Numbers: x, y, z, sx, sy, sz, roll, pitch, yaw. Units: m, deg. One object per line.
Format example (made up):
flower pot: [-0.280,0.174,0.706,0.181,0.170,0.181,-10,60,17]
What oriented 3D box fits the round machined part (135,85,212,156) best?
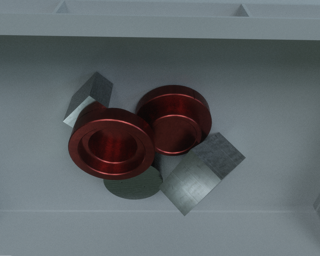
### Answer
round machined part: [0.017,-0.002,0.392,0.099,0.042,0.097,-1,130,0]

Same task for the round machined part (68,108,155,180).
round machined part: [-0.055,0.015,0.369,0.099,0.042,0.097,-1,130,0]

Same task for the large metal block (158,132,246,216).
large metal block: [0.057,0.060,0.414,0.050,0.081,0.080,46,125,15]

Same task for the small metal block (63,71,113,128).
small metal block: [-0.083,-0.030,0.363,0.025,0.050,0.050,37,121,-27]

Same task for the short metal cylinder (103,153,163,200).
short metal cylinder: [-0.036,0.057,0.438,0.081,0.050,0.079,0,130,0]
